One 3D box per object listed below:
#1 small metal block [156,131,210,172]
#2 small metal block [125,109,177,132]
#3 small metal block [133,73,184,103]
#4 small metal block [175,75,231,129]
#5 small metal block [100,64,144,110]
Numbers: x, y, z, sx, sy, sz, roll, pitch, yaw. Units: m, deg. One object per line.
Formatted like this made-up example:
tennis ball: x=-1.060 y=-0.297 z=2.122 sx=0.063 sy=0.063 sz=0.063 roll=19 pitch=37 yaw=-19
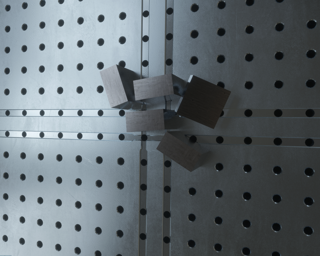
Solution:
small metal block: x=0.030 y=0.028 z=0.388 sx=0.050 sy=0.050 sz=0.025 roll=33 pitch=101 yaw=16
small metal block: x=-0.010 y=-0.009 z=0.402 sx=0.050 sy=0.050 sz=0.025 roll=-4 pitch=89 yaw=19
small metal block: x=0.000 y=-0.049 z=0.398 sx=0.050 sy=0.050 sz=0.025 roll=-8 pitch=87 yaw=20
small metal block: x=0.052 y=-0.033 z=0.385 sx=0.050 sy=0.025 sz=0.050 roll=23 pitch=98 yaw=-5
small metal block: x=-0.051 y=-0.053 z=0.416 sx=0.025 sy=0.050 sz=0.050 roll=-20 pitch=84 yaw=19
